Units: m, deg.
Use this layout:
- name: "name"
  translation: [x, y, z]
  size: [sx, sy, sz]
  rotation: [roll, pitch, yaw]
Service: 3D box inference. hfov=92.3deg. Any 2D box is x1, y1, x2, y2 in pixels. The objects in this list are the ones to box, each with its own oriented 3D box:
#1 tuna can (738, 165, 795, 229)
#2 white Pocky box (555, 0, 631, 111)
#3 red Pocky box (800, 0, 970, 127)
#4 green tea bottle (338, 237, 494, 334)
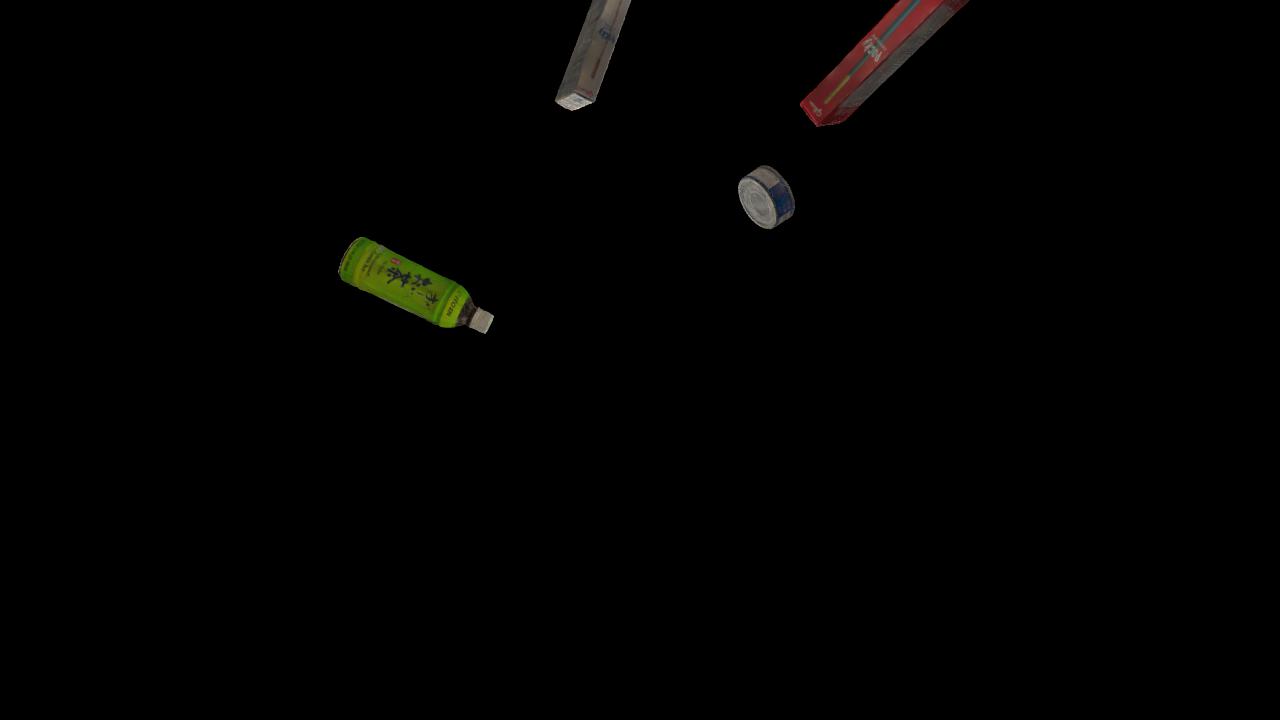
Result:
- name: "tuna can"
  translation: [0.176, -0.227, 0.863]
  size: [0.034, 0.084, 0.084]
  rotation: [-35, 8, -12]
- name: "white Pocky box"
  translation: [-0.045, -0.350, 0.661]
  size: [0.028, 0.154, 0.084]
  rotation: [19, 7, -25]
- name: "red Pocky box"
  translation: [0.205, -0.258, 0.500]
  size: [0.155, 0.028, 0.083]
  rotation: [-42, -4, 38]
- name: "green tea bottle"
  translation: [-0.311, -0.096, 0.874]
  size: [0.212, 0.073, 0.073]
  rotation: [27, -5, -10]
